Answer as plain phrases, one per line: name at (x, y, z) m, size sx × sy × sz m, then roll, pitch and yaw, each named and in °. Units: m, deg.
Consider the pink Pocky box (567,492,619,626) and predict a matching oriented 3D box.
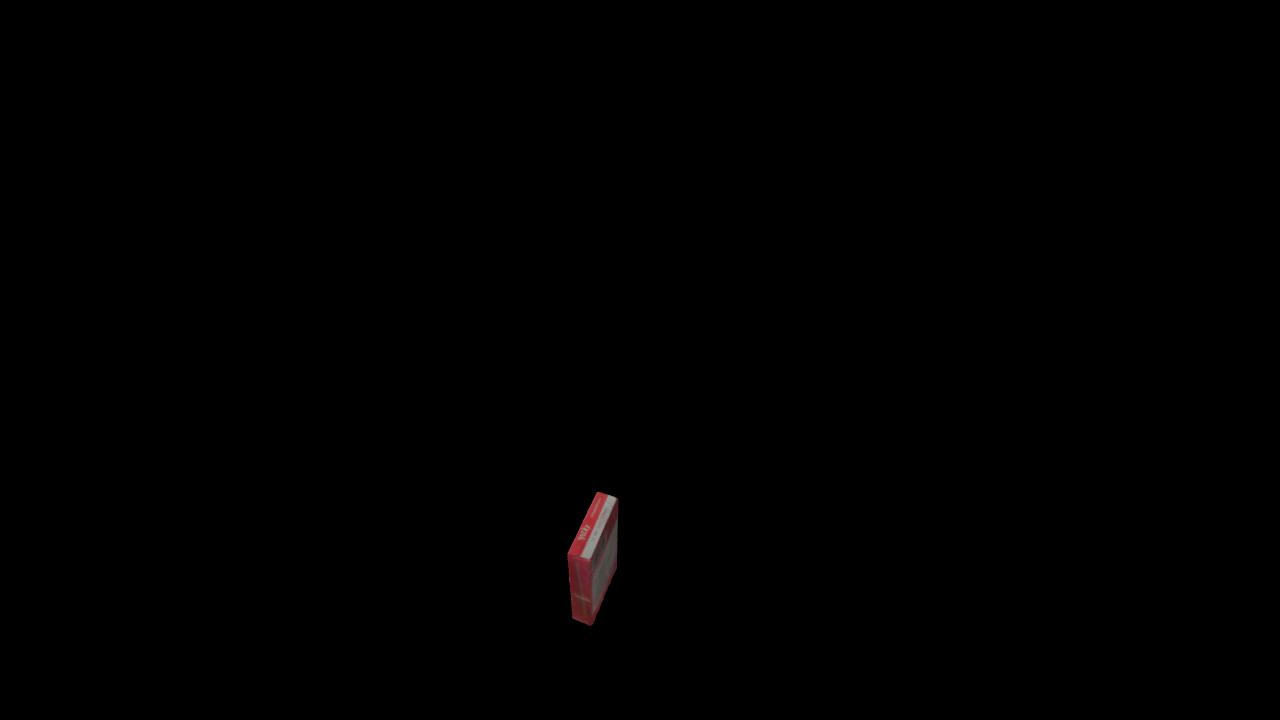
pink Pocky box at (-0.052, 0.231, 0.706) m, size 0.029 × 0.155 × 0.084 m, roll 15°, pitch 45°, yaw 13°
